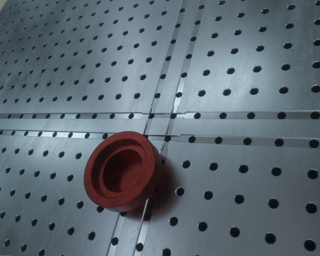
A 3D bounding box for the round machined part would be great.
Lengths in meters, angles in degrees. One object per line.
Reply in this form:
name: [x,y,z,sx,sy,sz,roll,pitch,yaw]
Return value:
round machined part: [-0.042,0.056,0.386,0.098,0.042,0.098,-13,56,21]
